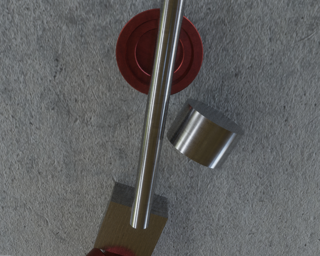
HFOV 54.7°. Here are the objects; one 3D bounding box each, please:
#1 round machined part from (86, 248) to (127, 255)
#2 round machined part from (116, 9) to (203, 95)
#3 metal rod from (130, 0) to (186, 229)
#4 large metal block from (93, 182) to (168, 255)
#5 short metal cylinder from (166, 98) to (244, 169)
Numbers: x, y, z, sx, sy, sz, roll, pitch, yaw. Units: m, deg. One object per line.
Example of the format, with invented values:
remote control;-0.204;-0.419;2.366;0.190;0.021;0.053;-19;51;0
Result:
round machined part;-0.062;0.211;0.458;0.042;0.098;0.098;-41;109;-24
round machined part;-0.001;-0.090;0.368;0.099;0.042;0.097;0;110;0
metal rod;-0.004;-0.017;0.355;0.025;0.025;0.298;8;108;-3
large metal block;-0.041;0.135;0.446;0.080;0.050;0.079;19;109;-7
short metal cylinder;0.055;0.006;0.383;0.080;0.080;0.050;27;108;-10
